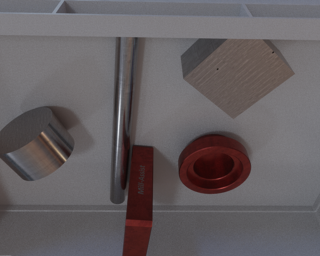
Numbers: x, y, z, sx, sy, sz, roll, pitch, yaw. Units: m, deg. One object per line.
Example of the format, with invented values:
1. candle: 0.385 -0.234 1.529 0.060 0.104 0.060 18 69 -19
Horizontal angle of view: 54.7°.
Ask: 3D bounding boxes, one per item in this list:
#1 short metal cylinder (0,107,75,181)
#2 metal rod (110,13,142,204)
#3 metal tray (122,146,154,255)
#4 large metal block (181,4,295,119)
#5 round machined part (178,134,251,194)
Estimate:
1. short metal cylinder: -0.156 0.019 0.387 0.080 0.080 0.050 -17 128 13
2. metal rod: -0.050 0.001 0.409 0.025 0.025 0.298 5 130 -5
3. metal tray: -0.029 0.099 0.424 0.030 0.130 0.089 5 130 -5
4. large metal block: 0.081 -0.069 0.335 0.080 0.050 0.080 34 122 -26
5. round machined part: 0.075 0.047 0.439 0.099 0.042 0.097 -1 130 0
